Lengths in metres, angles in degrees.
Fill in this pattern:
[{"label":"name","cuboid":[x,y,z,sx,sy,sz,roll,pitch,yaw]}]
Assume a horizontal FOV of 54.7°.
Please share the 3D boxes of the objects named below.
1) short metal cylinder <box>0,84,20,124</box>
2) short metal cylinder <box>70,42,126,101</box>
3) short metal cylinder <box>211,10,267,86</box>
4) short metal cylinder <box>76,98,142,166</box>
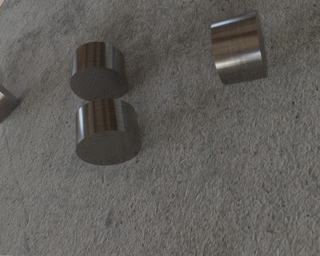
[{"label":"short metal cylinder","cuboid":[-0.304,-0.052,0.561,0.050,0.080,0.080,-48,51,-5]},{"label":"short metal cylinder","cuboid":[-0.092,-0.083,0.468,0.080,0.080,0.050,-18,55,18]},{"label":"short metal cylinder","cuboid":[0.098,-0.096,0.376,0.050,0.080,0.080,-8,58,24]},{"label":"short metal cylinder","cuboid":[-0.067,0.007,0.400,0.080,0.080,0.050,-23,53,14]}]
